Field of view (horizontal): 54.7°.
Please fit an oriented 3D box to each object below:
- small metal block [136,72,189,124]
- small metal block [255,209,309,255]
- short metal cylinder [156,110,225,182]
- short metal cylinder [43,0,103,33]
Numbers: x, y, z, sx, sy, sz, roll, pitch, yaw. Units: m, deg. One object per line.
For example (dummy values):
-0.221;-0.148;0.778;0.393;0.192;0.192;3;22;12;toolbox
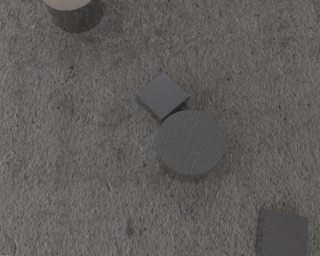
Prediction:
0.003;-0.040;0.423;0.050;0.025;0.050;-41;75;-14;small metal block
0.142;0.126;0.363;0.050;0.025;0.050;11;70;4;small metal block
0.036;0.024;0.386;0.081;0.050;0.080;0;70;0;short metal cylinder
-0.130;-0.191;0.464;0.081;0.050;0.080;0;70;0;short metal cylinder
